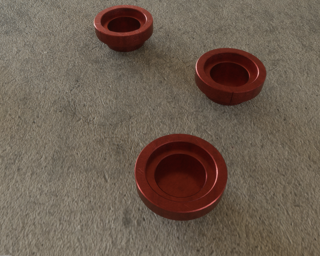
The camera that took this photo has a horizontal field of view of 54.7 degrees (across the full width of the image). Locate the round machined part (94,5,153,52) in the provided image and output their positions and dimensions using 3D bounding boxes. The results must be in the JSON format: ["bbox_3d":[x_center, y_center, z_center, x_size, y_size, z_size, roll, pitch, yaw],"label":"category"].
[{"bbox_3d":[-0.061,-0.167,0.532,0.099,0.042,0.098,0,50,0],"label":"round machined part"}]

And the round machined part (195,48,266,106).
[{"bbox_3d":[0.100,-0.070,0.452,0.099,0.042,0.098,0,50,0],"label":"round machined part"}]

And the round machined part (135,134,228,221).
[{"bbox_3d":[0.022,0.057,0.344,0.099,0.042,0.098,0,50,0],"label":"round machined part"}]
